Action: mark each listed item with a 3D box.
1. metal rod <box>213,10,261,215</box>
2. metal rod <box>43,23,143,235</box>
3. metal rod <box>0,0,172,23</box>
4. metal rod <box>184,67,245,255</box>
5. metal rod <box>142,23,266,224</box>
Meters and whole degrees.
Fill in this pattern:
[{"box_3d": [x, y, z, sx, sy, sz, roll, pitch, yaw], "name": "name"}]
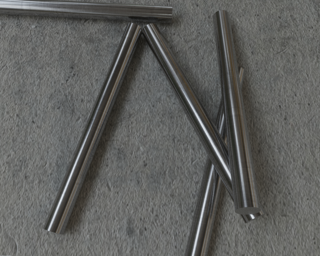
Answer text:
[{"box_3d": [0.090, -0.043, 0.390, 0.025, 0.025, 0.300, 1, 57, 0], "name": "metal rod"}, {"box_3d": [-0.081, -0.013, 0.412, 0.025, 0.025, 0.299, 16, 71, 6], "name": "metal rod"}, {"box_3d": [-0.132, -0.181, 0.472, 0.302, 0.025, 0.025, 3, 70, 1], "name": "metal rod"}, {"box_3d": [0.068, 0.055, 0.388, 0.025, 0.025, 0.299, 15, 71, 5], "name": "metal rod"}, {"box_3d": [0.044, -0.024, 0.398, 0.025, 0.025, 0.299, -22, 65, -8], "name": "metal rod"}]
